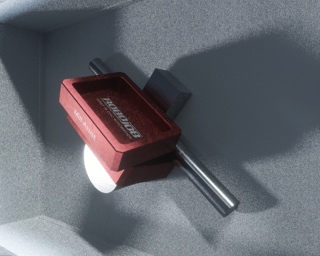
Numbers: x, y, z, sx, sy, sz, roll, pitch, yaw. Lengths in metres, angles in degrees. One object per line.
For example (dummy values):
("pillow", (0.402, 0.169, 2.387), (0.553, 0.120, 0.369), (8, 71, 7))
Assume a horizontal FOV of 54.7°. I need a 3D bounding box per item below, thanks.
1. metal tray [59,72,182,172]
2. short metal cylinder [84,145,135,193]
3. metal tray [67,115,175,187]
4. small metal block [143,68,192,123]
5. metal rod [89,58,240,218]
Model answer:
("metal tray", (-0.049, -0.015, 0.368), (0.130, 0.091, 0.030), (47, 135, 29))
("short metal cylinder", (-0.061, 0.044, 0.430), (0.080, 0.050, 0.079), (10, 104, 44))
("metal tray", (-0.050, 0.013, 0.401), (0.130, 0.091, 0.030), (47, 118, 29))
("small metal block", (0.005, -0.041, 0.399), (0.050, 0.025, 0.050), (48, 118, 29))
("metal rod", (-0.011, -0.005, 0.414), (0.300, 0.025, 0.025), (46, 118, 29))
